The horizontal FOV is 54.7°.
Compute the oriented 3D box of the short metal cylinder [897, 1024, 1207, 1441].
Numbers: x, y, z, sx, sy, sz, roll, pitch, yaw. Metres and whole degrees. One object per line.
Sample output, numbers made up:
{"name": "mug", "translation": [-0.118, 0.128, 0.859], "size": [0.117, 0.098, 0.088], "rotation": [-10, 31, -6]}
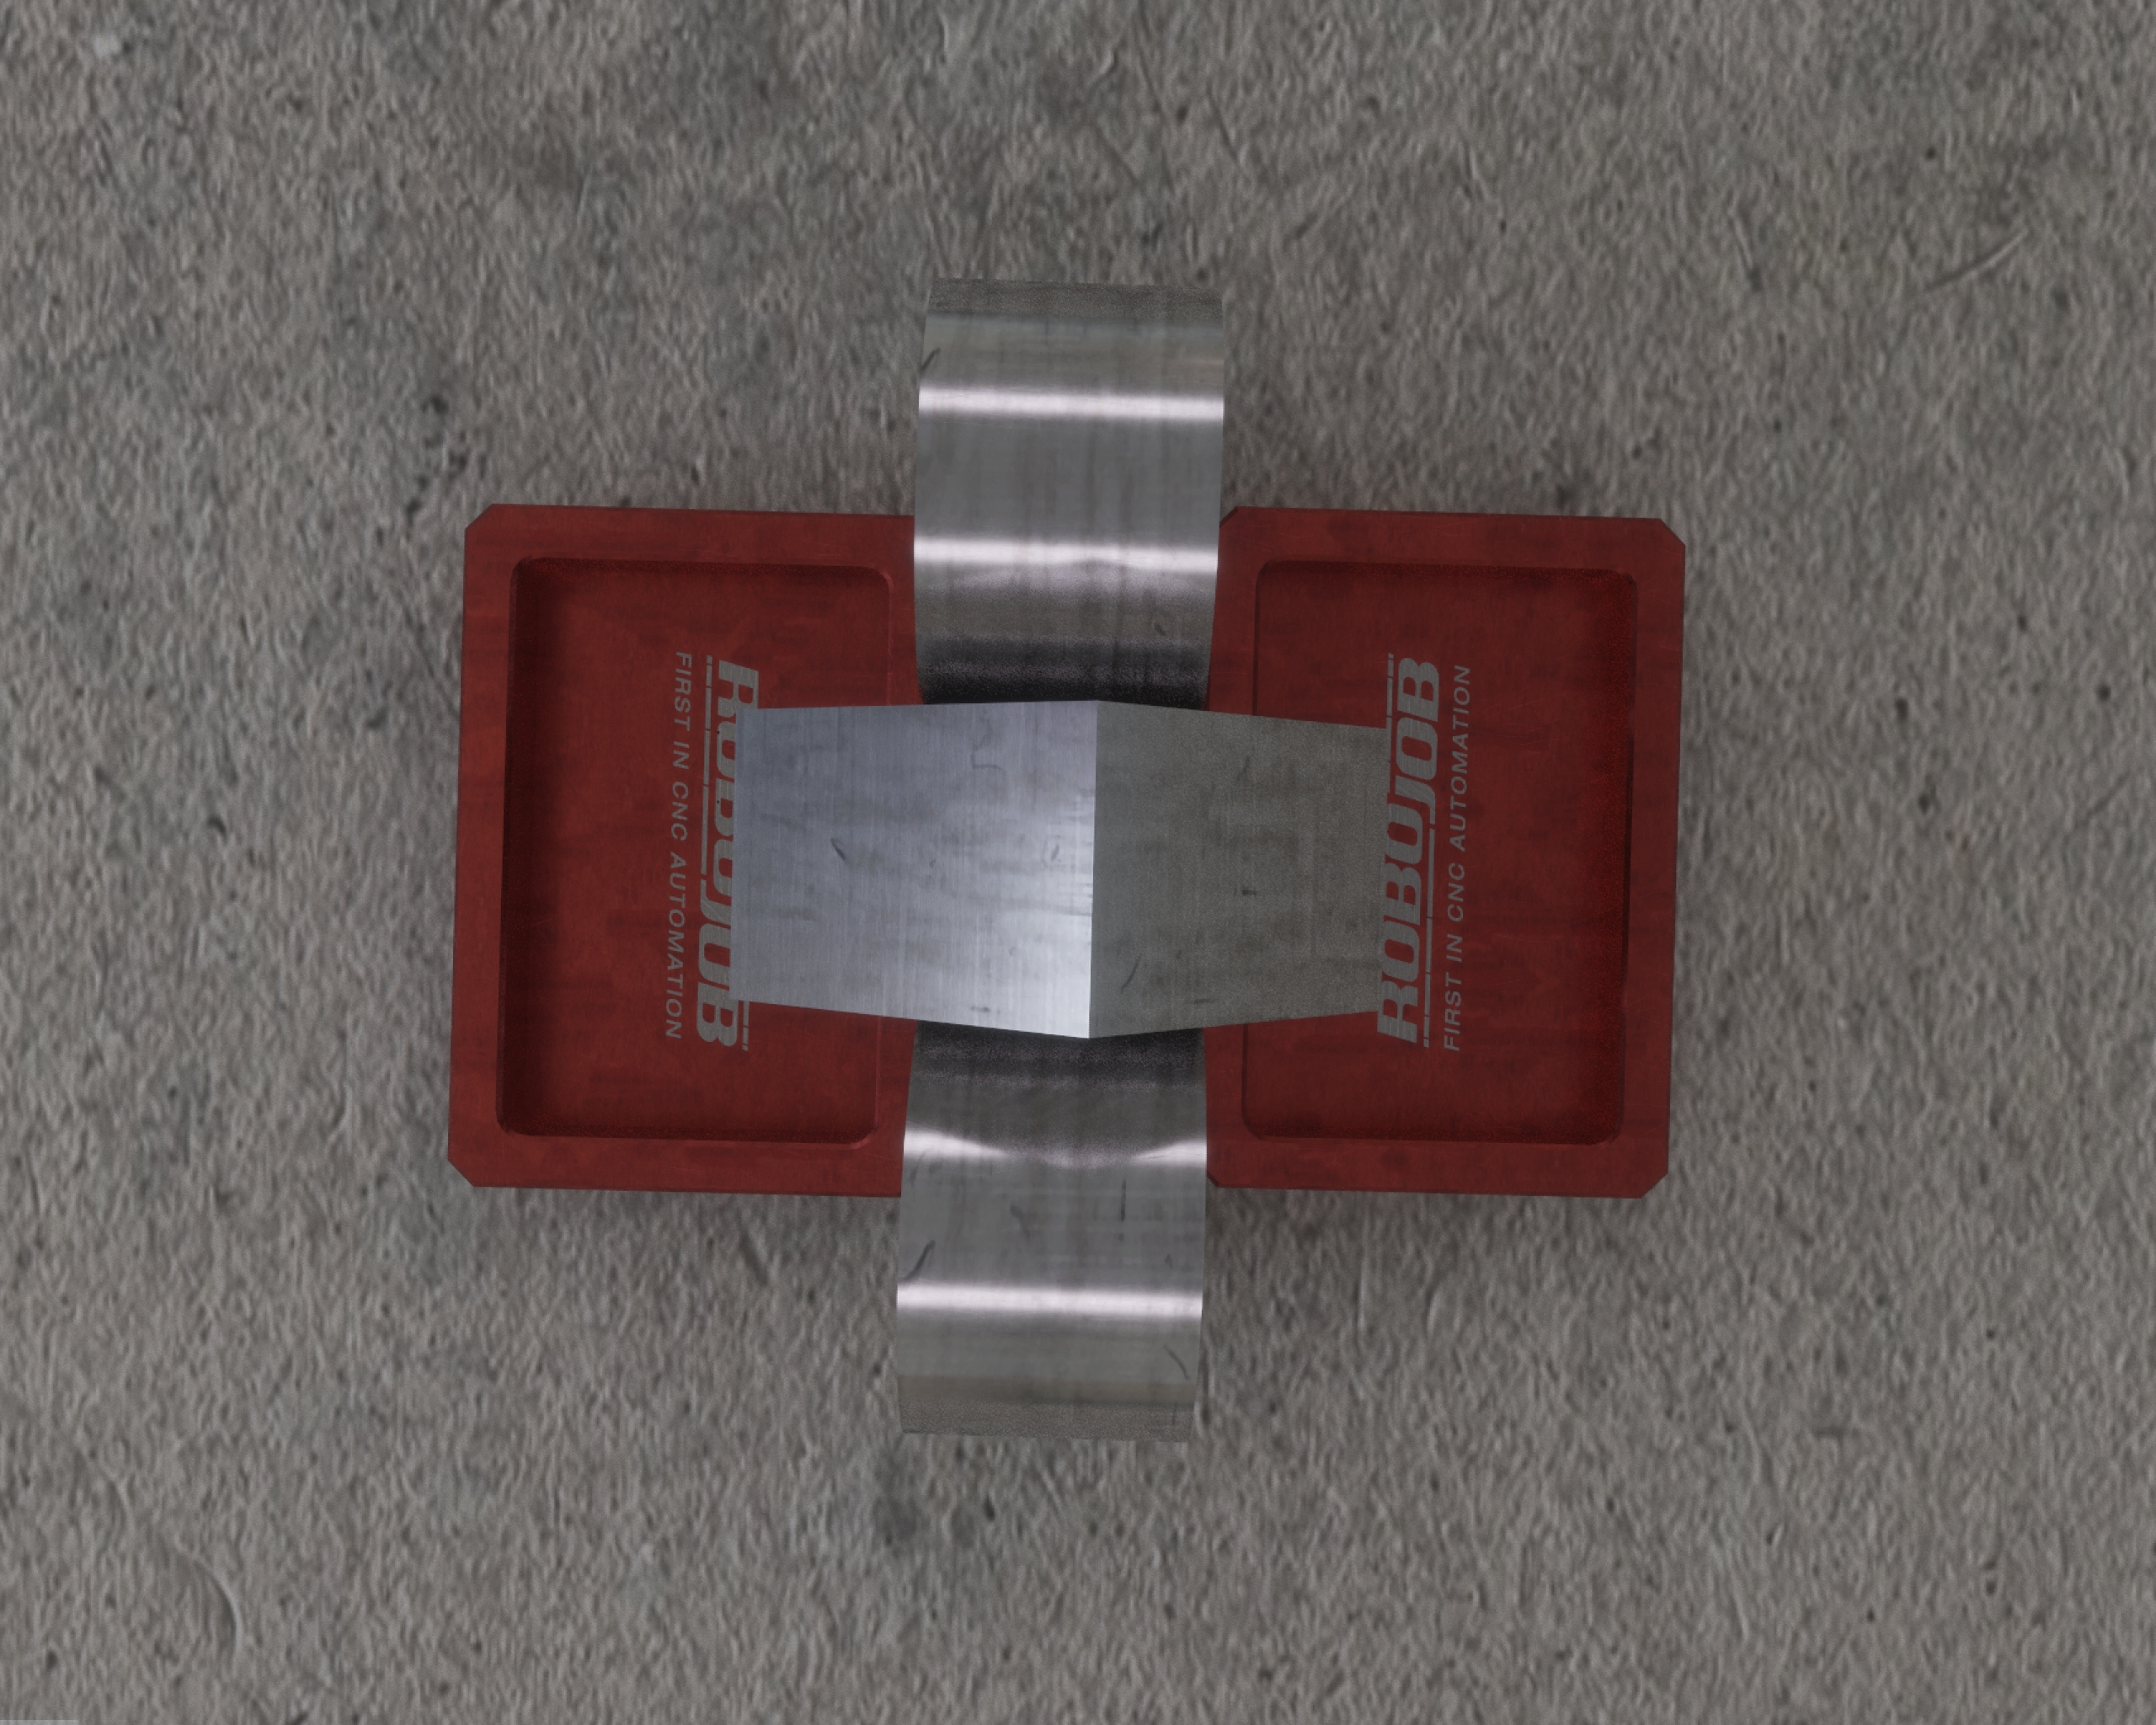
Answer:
{"name": "short metal cylinder", "translation": [-0.004, 0.065, 0.383], "size": [0.050, 0.080, 0.079], "rotation": [2, 90, 0]}

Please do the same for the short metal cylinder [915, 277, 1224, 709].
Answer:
{"name": "short metal cylinder", "translation": [-0.001, -0.065, 0.383], "size": [0.050, 0.080, 0.079], "rotation": [2, 90, 0]}

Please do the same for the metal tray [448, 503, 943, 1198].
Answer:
{"name": "metal tray", "translation": [-0.072, -0.002, 0.408], "size": [0.091, 0.030, 0.129], "rotation": [2, 90, 0]}

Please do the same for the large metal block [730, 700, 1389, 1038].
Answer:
{"name": "large metal block", "translation": [-0.002, 0.000, 0.363], "size": [0.080, 0.081, 0.050], "rotation": [2, 91, 40]}

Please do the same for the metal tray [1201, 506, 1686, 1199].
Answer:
{"name": "metal tray", "translation": [0.068, -0.002, 0.409], "size": [0.091, 0.030, 0.129], "rotation": [2, 90, 0]}
